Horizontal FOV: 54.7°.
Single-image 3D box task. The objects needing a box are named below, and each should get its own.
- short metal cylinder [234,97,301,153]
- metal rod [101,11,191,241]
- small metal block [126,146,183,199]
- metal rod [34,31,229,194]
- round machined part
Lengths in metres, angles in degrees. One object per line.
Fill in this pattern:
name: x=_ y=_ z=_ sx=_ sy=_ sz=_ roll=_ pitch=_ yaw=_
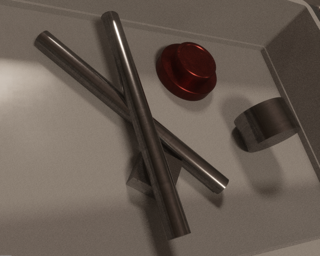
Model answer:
short metal cylinder: x=0.158 y=-0.003 z=0.460 sx=0.081 sy=0.080 sz=0.050 roll=-9 pitch=67 yaw=-32
metal rod: x=-0.024 y=-0.020 z=0.372 sx=0.025 sy=0.025 sz=0.299 roll=-5 pitch=65 yaw=-31
small metal block: x=-0.006 y=0.054 z=0.371 sx=0.050 sy=0.025 sz=0.050 roll=30 pitch=52 yaw=-10
metal rod: x=-0.034 y=-0.019 z=0.399 sx=0.300 sy=0.025 sz=0.025 roll=39 pitch=51 yaw=-2
round machined part: x=0.047 y=-0.094 z=0.479 sx=0.099 sy=0.042 sz=0.098 roll=14 pitch=56 yaw=-21
